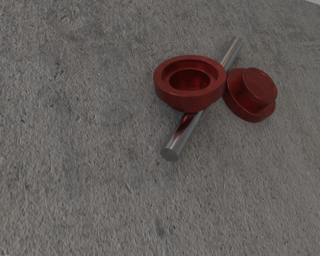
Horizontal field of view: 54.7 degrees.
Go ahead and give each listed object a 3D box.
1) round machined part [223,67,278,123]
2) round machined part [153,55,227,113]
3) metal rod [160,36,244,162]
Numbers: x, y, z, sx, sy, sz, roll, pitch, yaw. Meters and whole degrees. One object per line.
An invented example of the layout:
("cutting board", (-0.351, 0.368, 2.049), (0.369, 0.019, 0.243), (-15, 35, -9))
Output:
("round machined part", (0.153, -0.061, 0.512), (0.099, 0.042, 0.098), (14, 56, -21))
("round machined part", (0.041, -0.058, 0.433), (0.099, 0.042, 0.098), (-2, 44, 2))
("metal rod", (0.078, -0.063, 0.483), (0.025, 0.025, 0.301), (37, 51, -4))
